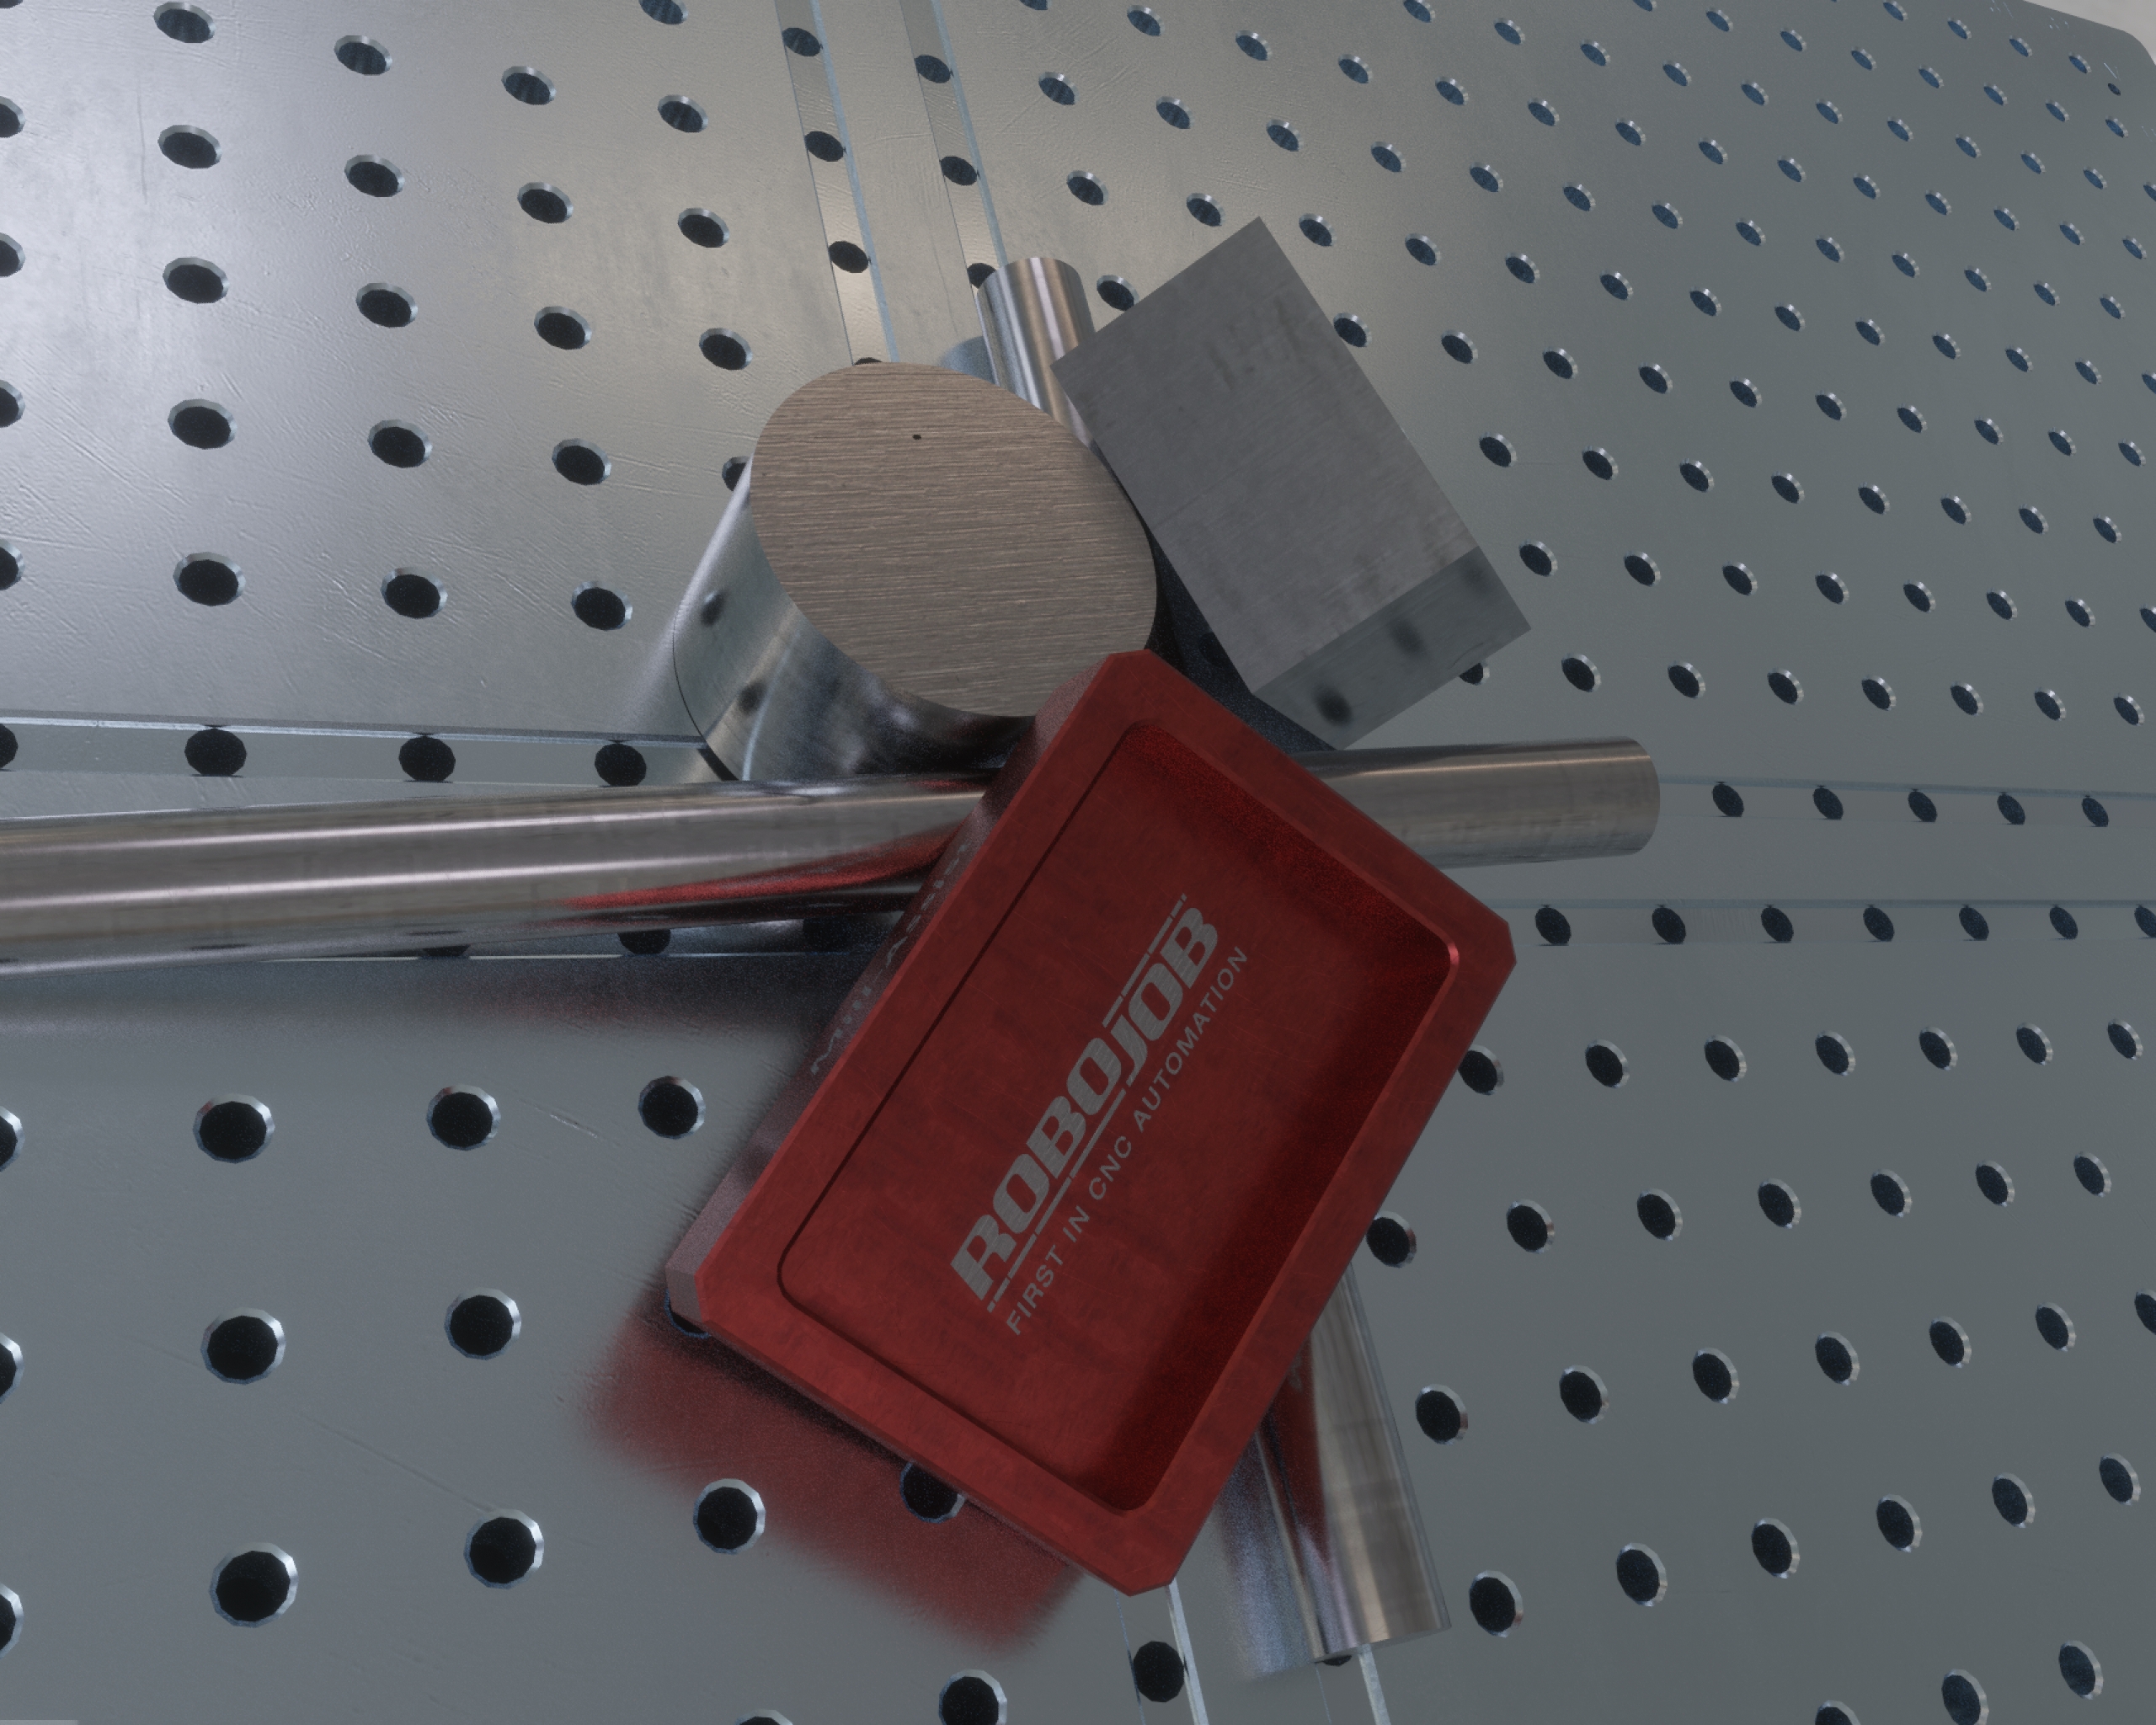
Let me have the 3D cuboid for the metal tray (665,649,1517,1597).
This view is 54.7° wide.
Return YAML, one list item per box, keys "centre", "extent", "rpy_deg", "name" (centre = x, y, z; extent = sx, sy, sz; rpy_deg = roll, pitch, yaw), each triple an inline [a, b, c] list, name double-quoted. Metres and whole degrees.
- centre: [0.005, 0.041, 0.349]
  extent: [0.090, 0.030, 0.130]
  rpy_deg: [37, 71, -12]
  name: "metal tray"

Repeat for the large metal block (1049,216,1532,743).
- centre: [0.047, -0.075, 0.438]
  extent: [0.080, 0.050, 0.080]
  rpy_deg: [60, 14, 14]
  name: "large metal block"

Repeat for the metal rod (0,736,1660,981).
- centre: [-0.027, -0.004, 0.375]
  extent: [0.303, 0.025, 0.025]
  rpy_deg: [-4, 64, -22]
  name: "metal rod"

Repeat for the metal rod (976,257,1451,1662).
- centre: [0.020, 0.001, 0.418]
  extent: [0.025, 0.025, 0.299]
  rpy_deg: [1, 62, -28]
  name: "metal rod"

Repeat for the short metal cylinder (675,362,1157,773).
- centre: [-0.032, -0.049, 0.404]
  extent: [0.081, 0.050, 0.080]
  rpy_deg: [14, 56, -21]
  name: "short metal cylinder"
